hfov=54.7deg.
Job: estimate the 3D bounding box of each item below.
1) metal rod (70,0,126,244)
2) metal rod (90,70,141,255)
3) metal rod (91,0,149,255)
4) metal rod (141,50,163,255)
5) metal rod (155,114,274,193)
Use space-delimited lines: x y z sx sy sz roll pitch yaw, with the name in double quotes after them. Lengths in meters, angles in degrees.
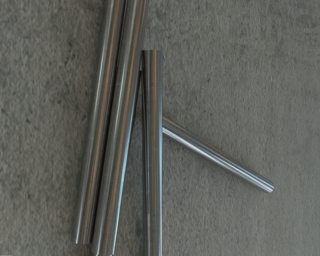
-0.067 -0.025 0.350 0.025 0.025 0.298 11 83 -40 "metal rod"
-0.056 0.077 0.359 0.025 0.025 0.298 15 81 -40 "metal rod"
-0.042 -0.017 0.345 0.025 0.025 0.298 13 81 -40 "metal rod"
-0.009 0.057 0.383 0.025 0.025 0.298 -6 99 -40 "metal rod"
0.095 0.049 0.487 0.301 0.025 0.025 30 71 -36 "metal rod"
